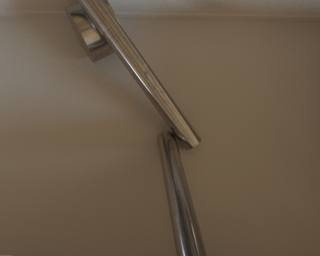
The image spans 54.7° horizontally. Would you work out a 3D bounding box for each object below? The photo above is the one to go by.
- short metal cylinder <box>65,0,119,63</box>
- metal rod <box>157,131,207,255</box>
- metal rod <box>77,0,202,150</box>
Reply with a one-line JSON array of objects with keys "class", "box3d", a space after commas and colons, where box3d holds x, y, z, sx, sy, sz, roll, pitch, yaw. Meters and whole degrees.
[{"class": "short metal cylinder", "box3d": [-0.089, -0.138, 0.430, 0.050, 0.080, 0.080, -29, 73, -10]}, {"class": "metal rod", "box3d": [0.024, 0.094, 0.282, 0.025, 0.025, 0.300, -7, 33, -3]}, {"class": "metal rod", "box3d": [-0.043, -0.098, 0.382, 0.025, 0.025, 0.299, -38, 99, -13]}]
